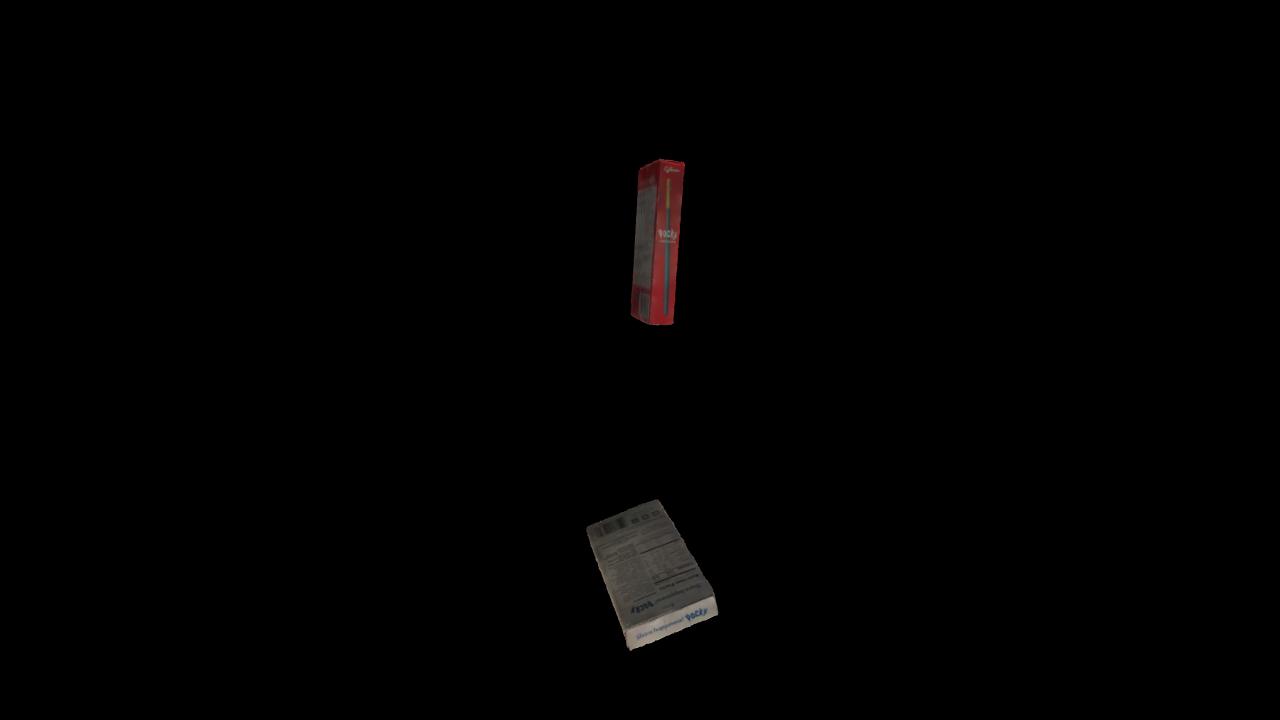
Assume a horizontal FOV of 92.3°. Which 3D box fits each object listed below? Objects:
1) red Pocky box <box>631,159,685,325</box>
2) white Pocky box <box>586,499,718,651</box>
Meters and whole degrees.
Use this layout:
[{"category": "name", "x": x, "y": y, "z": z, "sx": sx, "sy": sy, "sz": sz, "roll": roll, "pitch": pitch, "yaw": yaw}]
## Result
[{"category": "red Pocky box", "x": 0.016, "y": -0.115, "z": 0.613, "sx": 0.028, "sy": 0.155, "sz": 0.083, "roll": 1, "pitch": 10, "yaw": -13}, {"category": "white Pocky box", "x": 0.005, "y": 0.193, "z": 0.577, "sx": 0.084, "sy": 0.028, "sz": 0.154, "roll": -18, "pitch": 23, "yaw": -11}]
